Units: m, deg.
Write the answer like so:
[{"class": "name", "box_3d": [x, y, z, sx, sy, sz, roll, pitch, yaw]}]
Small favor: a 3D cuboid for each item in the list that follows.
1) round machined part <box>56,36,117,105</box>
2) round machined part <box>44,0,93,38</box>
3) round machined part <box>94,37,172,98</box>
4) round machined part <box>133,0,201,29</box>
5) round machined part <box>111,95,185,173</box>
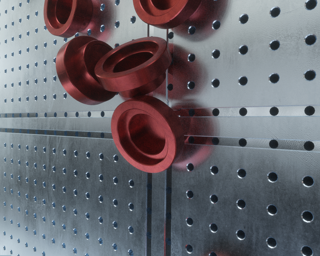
[{"class": "round machined part", "box_3d": [-0.092, -0.085, 0.439, 0.042, 0.099, 0.098, -16, 80, 39]}, {"class": "round machined part", "box_3d": [-0.152, -0.202, 0.526, 0.098, 0.042, 0.097, 0, 90, 40]}, {"class": "round machined part", "box_3d": [-0.031, -0.075, 0.402, 0.098, 0.098, 0.042, 13, 140, 39]}, {"class": "round machined part", "box_3d": [0.015, -0.173, 0.387, 0.098, 0.042, 0.097, 0, 90, 40]}, {"class": "round machined part", "box_3d": [-0.011, 0.005, 0.395, 0.098, 0.042, 0.097, 16, 121, 29]}]
